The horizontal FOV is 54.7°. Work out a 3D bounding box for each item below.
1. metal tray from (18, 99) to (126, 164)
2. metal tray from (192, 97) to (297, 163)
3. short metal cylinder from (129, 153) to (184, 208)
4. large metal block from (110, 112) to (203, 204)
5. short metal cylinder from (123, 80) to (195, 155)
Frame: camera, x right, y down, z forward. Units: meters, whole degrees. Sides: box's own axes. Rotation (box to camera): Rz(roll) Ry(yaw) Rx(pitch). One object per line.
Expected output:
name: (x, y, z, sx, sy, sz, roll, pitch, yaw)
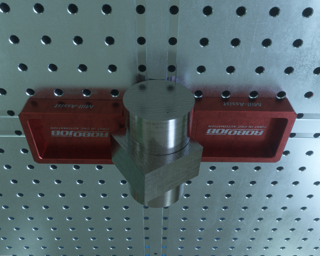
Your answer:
metal tray: (-0.107, 0.007, 0.413, 0.131, 0.030, 0.089, 1, 130, -1)
metal tray: (0.102, 0.005, 0.413, 0.131, 0.030, 0.089, 1, 130, -1)
short metal cylinder: (-0.004, 0.062, 0.428, 0.081, 0.080, 0.050, 1, 130, -1)
large metal block: (-0.006, 0.033, 0.384, 0.081, 0.080, 0.050, -22, 136, -27)
short metal cylinder: (-0.002, -0.014, 0.363, 0.081, 0.080, 0.050, 1, 130, -1)
